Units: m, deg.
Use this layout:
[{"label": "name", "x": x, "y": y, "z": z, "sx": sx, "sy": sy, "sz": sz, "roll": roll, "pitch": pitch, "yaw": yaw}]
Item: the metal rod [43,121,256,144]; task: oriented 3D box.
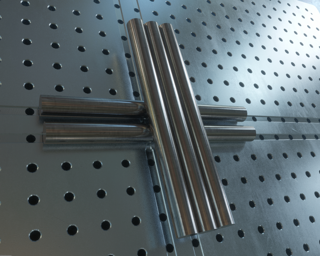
[{"label": "metal rod", "x": 0.007, "y": 0.007, "z": 0.409, "sx": 0.303, "sy": 0.025, "sz": 0.025, "roll": 1, "pitch": 62, "yaw": -28}]

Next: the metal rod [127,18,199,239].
[{"label": "metal rod", "x": -0.004, "y": -0.019, "z": 0.387, "sx": 0.025, "sy": 0.025, "sz": 0.299, "roll": 1, "pitch": 61, "yaw": -28}]

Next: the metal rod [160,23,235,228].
[{"label": "metal rod", "x": 0.040, "y": -0.020, "z": 0.412, "sx": 0.025, "sy": 0.025, "sz": 0.299, "roll": 1, "pitch": 61, "yaw": -28}]

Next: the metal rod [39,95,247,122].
[{"label": "metal rod", "x": -0.003, "y": -0.024, "z": 0.423, "sx": 0.303, "sy": 0.025, "sz": 0.025, "roll": 1, "pitch": 62, "yaw": -28}]

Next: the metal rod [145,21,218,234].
[{"label": "metal rod", "x": 0.018, "y": -0.019, "z": 0.399, "sx": 0.025, "sy": 0.025, "sz": 0.299, "roll": 1, "pitch": 61, "yaw": -28}]
